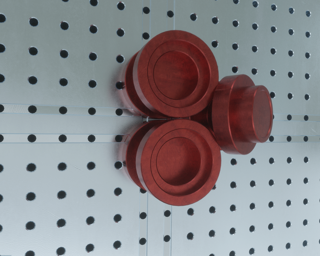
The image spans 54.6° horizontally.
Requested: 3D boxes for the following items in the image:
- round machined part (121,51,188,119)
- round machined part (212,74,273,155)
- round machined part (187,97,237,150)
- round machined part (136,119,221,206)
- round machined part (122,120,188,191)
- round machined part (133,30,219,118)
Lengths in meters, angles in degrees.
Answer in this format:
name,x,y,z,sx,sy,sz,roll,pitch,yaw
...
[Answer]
name,x,y,z,sx,sy,sz,roll,pitch,yaw
round machined part,0.002,-0.060,0.405,0.099,0.042,0.097,0,90,-20
round machined part,0.105,-0.016,0.374,0.099,0.042,0.097,1,89,-52
round machined part,0.087,-0.017,0.435,0.099,0.042,0.097,0,90,-20
round machined part,0.019,0.038,0.365,0.099,0.042,0.097,0,90,-20
round machined part,0.003,0.038,0.405,0.099,0.042,0.097,0,90,-20
round machined part,0.015,-0.060,0.364,0.099,0.042,0.097,0,90,-20
